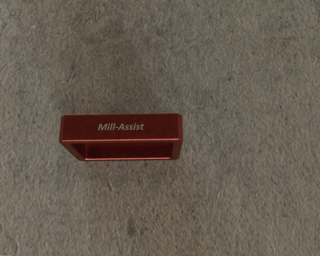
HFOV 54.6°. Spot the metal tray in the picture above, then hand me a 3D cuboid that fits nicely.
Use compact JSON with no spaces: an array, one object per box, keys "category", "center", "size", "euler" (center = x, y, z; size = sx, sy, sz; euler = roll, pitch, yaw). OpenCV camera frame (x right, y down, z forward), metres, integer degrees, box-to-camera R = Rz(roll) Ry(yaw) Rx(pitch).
[{"category":"metal tray","center":[-0.041,0.014,0.368],"size":[0.131,0.090,0.030],"euler":[-1,70,0]}]
